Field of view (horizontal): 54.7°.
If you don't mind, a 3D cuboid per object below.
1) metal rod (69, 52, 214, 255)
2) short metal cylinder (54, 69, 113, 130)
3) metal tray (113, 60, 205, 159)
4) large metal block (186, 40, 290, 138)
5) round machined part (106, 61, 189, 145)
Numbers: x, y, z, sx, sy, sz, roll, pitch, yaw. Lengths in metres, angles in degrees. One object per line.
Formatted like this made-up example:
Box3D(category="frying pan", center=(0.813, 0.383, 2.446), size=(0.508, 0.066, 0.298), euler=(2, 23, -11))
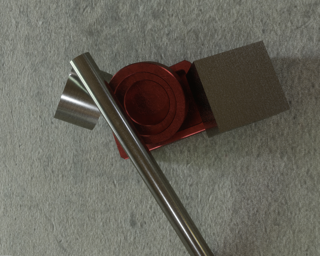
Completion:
Box3D(category="metal rod", center=(-0.014, 0.048, 0.368), size=(0.025, 0.025, 0.299), euler=(-29, 98, 17))
Box3D(category="short metal cylinder", center=(-0.101, -0.042, 0.408), size=(0.050, 0.080, 0.080), euler=(20, 98, -18))
Box3D(category="metal tray", center=(-0.003, -0.021, 0.408), size=(0.130, 0.030, 0.090), euler=(-22, 83, 18))
Box3D(category="large metal block", center=(0.084, -0.041, 0.349), size=(0.081, 0.050, 0.080), euler=(-18, 83, -8))
Box3D(category="round machined part", center=(-0.013, -0.032, 0.379), size=(0.098, 0.042, 0.097), euler=(4, 106, 14))
